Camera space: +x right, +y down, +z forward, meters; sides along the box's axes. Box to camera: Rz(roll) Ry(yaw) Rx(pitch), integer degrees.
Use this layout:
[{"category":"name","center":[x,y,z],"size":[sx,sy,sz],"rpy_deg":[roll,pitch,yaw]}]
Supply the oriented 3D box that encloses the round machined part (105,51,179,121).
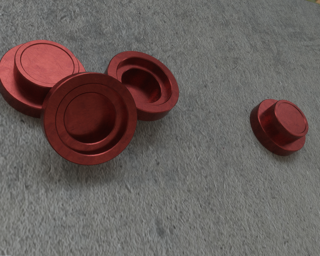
[{"category":"round machined part","center":[-0.028,-0.050,0.406],"size":[0.099,0.042,0.098],"rpy_deg":[16,52,-22]}]

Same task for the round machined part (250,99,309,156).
[{"category":"round machined part","center":[0.200,-0.007,0.505],"size":[0.099,0.042,0.098],"rpy_deg":[14,56,-21]}]

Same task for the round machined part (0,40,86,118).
[{"category":"round machined part","center":[-0.133,-0.063,0.360],"size":[0.099,0.042,0.098],"rpy_deg":[14,56,-21]}]

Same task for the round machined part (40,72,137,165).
[{"category":"round machined part","center":[-0.078,-0.012,0.337],"size":[0.099,0.042,0.097],"rpy_deg":[-7,104,-28]}]
